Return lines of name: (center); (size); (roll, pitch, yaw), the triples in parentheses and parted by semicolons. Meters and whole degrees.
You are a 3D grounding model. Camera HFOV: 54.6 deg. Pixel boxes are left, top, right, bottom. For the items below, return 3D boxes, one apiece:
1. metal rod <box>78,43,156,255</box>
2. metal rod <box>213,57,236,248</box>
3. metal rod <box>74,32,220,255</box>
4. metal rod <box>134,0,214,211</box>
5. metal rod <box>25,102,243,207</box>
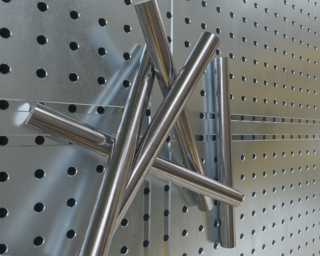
metal rod: (-0.038, 0.020, 0.326); (0.025, 0.025, 0.300); (37, 52, -34)
metal rod: (0.103, 0.040, 0.493); (0.025, 0.025, 0.298); (-5, 93, -40)
metal rod: (-0.012, 0.022, 0.341); (0.025, 0.025, 0.300); (36, 77, -34)
metal rod: (0.027, -0.010, 0.400); (0.025, 0.025, 0.299); (-38, 123, -33)
metal rod: (-0.008, 0.044, 0.376); (0.301, 0.025, 0.025); (26, 73, -29)
